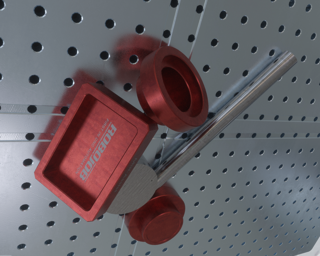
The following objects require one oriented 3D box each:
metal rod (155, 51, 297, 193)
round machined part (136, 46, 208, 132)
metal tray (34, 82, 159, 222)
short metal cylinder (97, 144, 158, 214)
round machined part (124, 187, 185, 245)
[{"bbox_3d":[0.080,-0.002,0.453,0.300,0.025,0.025,-43,130,1],"label":"metal rod"},{"bbox_3d":[0.011,-0.041,0.358,0.042,0.098,0.098,-23,139,35],"label":"round machined part"},{"bbox_3d":[-0.073,0.026,0.346,0.129,0.090,0.030,-58,167,13],"label":"metal tray"},{"bbox_3d":[-0.050,0.066,0.409,0.081,0.050,0.079,-14,124,-21],"label":"short metal cylinder"},{"bbox_3d":[-0.003,0.145,0.489,0.099,0.042,0.097,-14,124,-21],"label":"round machined part"}]
